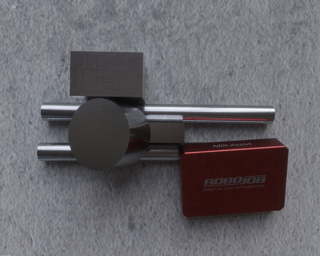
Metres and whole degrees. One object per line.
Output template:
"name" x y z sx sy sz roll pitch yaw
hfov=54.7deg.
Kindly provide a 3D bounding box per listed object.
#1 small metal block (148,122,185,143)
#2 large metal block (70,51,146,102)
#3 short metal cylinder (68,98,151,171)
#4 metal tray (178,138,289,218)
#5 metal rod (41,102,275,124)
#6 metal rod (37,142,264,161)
"small metal block" 0.004 0.005 0.398 0.050 0.050 0.025 1 90 -1
"large metal block" -0.060 -0.060 0.383 0.081 0.080 0.050 1 90 -1
"short metal cylinder" -0.058 0.008 0.362 0.080 0.050 0.080 -1 88 23
"metal tray" 0.091 0.063 0.396 0.131 0.030 0.089 -4 108 -2
"metal rod" -0.002 -0.020 0.411 0.302 0.025 0.025 1 90 -1
"metal rod" -0.007 0.031 0.411 0.302 0.025 0.025 0 90 -1
